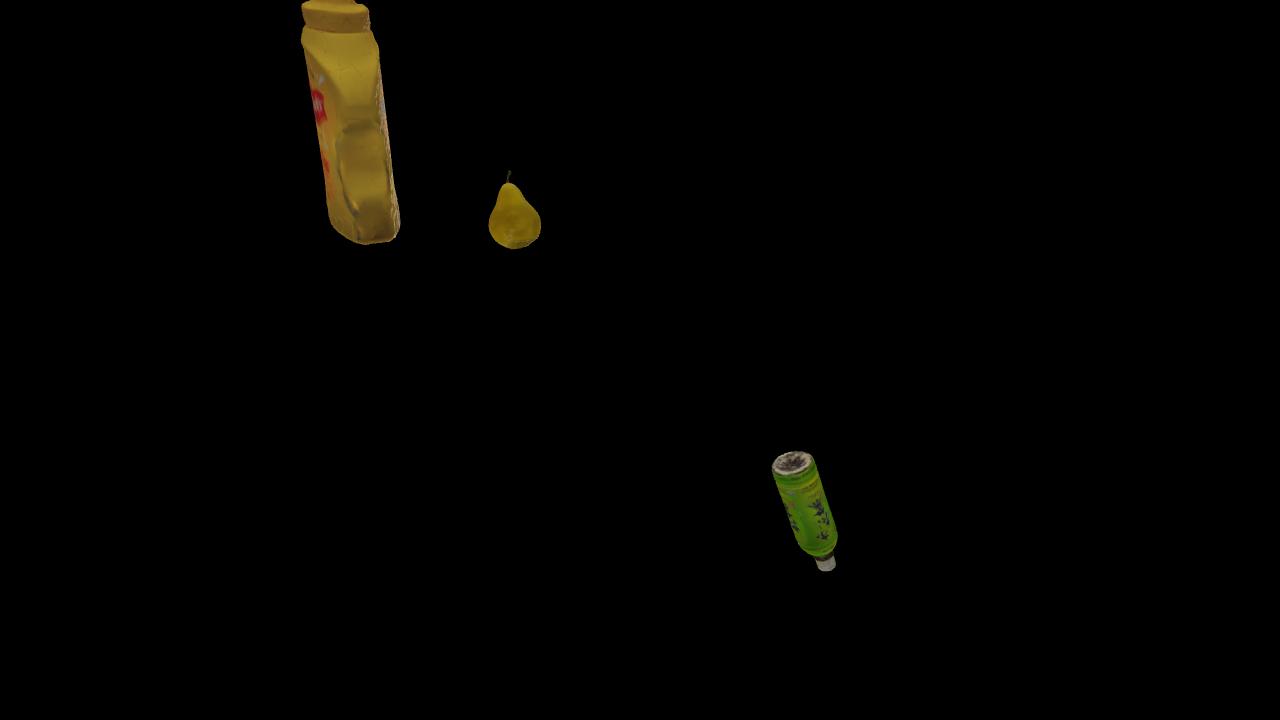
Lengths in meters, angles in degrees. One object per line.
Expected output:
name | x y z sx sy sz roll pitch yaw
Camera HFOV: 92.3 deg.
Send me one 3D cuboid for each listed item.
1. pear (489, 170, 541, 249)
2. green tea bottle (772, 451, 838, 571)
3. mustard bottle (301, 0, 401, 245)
pear | -0.196 -0.226 0.927 0.080 0.111 0.080 -19 -6 -2
green tea bottle | 0.276 0.251 0.998 0.073 0.212 0.073 -22 19 8
mustard bottle | -0.218 -0.188 0.462 0.054 0.184 0.092 -9 40 -24
